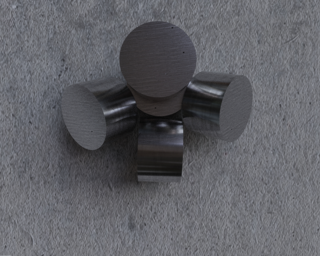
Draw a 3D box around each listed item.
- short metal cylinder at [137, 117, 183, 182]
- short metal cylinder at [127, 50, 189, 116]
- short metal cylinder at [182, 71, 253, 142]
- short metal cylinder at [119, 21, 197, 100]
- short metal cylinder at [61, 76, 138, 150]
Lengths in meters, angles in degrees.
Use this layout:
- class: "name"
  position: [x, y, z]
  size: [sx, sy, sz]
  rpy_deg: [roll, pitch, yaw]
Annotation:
- class: "short metal cylinder"
  position: [0.000, 0.026, 0.383]
  size: [0.050, 0.080, 0.079]
  rpy_deg: [2, 90, 0]
- class: "short metal cylinder"
  position: [0.000, -0.054, 0.399]
  size: [0.081, 0.050, 0.079]
  rpy_deg: [0, 90, -1]
- class: "short metal cylinder"
  position: [0.072, -0.027, 0.379]
  size: [0.050, 0.080, 0.080]
  rpy_deg: [15, 90, 38]
- class: "short metal cylinder"
  position: [-0.002, -0.072, 0.348]
  size: [0.081, 0.050, 0.079]
  rpy_deg: [0, 90, -1]
- class: "short metal cylinder"
  position: [-0.074, -0.019, 0.378]
  size: [0.080, 0.050, 0.079]
  rpy_deg: [17, 118, 35]
